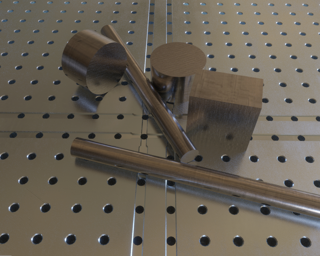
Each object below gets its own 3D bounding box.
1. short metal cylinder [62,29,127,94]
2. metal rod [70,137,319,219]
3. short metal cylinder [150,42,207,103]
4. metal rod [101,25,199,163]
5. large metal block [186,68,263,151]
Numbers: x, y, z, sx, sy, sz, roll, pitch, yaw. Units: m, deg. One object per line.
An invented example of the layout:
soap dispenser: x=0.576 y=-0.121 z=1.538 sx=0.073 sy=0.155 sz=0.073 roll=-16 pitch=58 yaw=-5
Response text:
short metal cylinder: x=-0.094 y=-0.096 z=0.452 sx=0.050 sy=0.080 sz=0.080 roll=32 pitch=57 yaw=24
metal rod: x=0.039 y=0.056 z=0.360 sx=0.301 sy=0.025 sz=0.025 roll=13 pitch=51 yaw=10
short metal cylinder: x=0.026 y=-0.083 z=0.462 sx=0.081 sy=0.050 sz=0.080 roll=0 pitch=50 yaw=0
metal rod: x=-0.029 y=-0.069 z=0.464 sx=0.025 sy=0.025 sz=0.300 roll=-20 pitch=53 yaw=-16
large metal block: x=0.079 y=-0.022 z=0.391 sx=0.080 sy=0.080 sz=0.050 roll=11 pitch=51 yaw=9
